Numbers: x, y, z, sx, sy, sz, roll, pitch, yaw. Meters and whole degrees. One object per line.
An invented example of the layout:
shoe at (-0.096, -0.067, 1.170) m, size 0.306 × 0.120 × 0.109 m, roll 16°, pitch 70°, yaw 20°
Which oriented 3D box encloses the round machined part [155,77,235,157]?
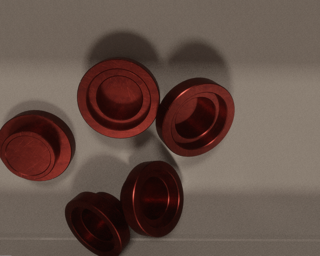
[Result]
round machined part at (0.039, -0.016, 0.384) m, size 0.099 × 0.042 × 0.097 m, roll -12°, pitch 122°, yaw -20°

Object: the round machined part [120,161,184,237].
round machined part at (-0.015, 0.094, 0.417) m, size 0.042 × 0.099 × 0.098 m, roll -10°, pitch 115°, yaw 41°

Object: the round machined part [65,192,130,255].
round machined part at (-0.081, 0.129, 0.434) m, size 0.098 × 0.042 × 0.097 m, roll 16°, pitch 123°, yaw 26°

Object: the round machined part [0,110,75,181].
round machined part at (-0.167, 0.029, 0.411) m, size 0.099 × 0.042 × 0.097 m, roll 0°, pitch 110°, yaw -1°

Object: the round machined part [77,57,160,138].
round machined part at (-0.049, -0.040, 0.387) m, size 0.099 × 0.042 × 0.097 m, roll 0°, pitch 110°, yaw 0°
